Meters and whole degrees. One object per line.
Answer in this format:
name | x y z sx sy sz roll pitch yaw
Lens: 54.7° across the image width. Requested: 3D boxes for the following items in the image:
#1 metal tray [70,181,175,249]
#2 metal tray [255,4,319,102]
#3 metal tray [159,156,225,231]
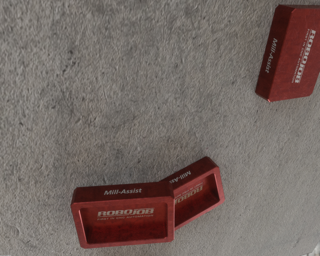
metal tray | -0.047 0.120 0.423 0.131 0.030 0.089 -3 122 -3
metal tray | 0.194 -0.106 0.444 0.091 0.030 0.129 -9 123 -24
metal tray | 0.036 0.111 0.491 0.131 0.030 0.090 -26 128 -12
